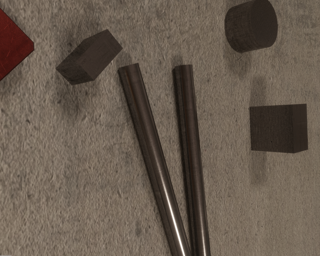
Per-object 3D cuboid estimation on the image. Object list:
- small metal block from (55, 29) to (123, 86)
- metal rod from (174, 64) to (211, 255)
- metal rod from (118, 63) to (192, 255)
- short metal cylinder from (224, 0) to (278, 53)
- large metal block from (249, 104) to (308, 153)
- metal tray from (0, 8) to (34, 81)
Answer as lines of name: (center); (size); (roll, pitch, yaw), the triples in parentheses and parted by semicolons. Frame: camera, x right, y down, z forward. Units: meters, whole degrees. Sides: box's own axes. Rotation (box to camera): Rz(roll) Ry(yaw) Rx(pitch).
small metal block: (-0.075, -0.073, 0.327); (0.025, 0.050, 0.050); (50, 61, -29)
metal rod: (0.049, 0.060, 0.448); (0.025, 0.025, 0.298); (-11, 97, -40)
metal rod: (0.000, 0.065, 0.407); (0.025, 0.025, 0.298); (-25, 106, -37)
short metal cylinder: (0.154, -0.171, 0.520); (0.081, 0.050, 0.079); (0, 90, -40)
large metal block: (0.209, -0.001, 0.548); (0.050, 0.080, 0.079); (-6, 94, -40)
metal tray: (-0.183, -0.085, 0.248); (0.130, 0.030, 0.090); (49, 61, -29)
